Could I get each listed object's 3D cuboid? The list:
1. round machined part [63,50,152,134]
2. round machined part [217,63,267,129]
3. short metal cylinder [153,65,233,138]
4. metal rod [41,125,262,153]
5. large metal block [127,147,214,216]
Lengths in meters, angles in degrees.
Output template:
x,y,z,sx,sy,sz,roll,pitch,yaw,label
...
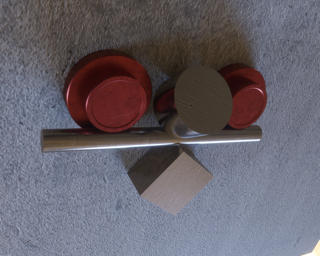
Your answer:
x,y,z,sx,sy,sz,roll,pitch,yaw,label
-0.053,-0.034,0.346,0.099,0.042,0.097,-14,124,-21,round machined part
0.110,-0.037,0.434,0.099,0.042,0.097,-14,124,-21,round machined part
0.039,-0.029,0.372,0.081,0.050,0.080,4,81,-27,short metal cylinder
0.011,0.011,0.393,0.303,0.025,0.025,-1,119,-28,metal rod
0.015,0.066,0.439,0.080,0.050,0.080,-46,129,4,large metal block
